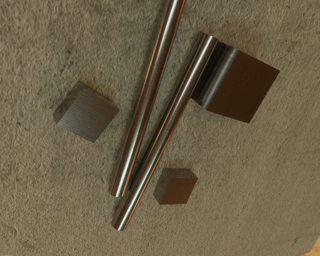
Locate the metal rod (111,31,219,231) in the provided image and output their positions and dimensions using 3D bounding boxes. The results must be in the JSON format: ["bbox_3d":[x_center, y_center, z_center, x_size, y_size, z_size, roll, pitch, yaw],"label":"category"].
[{"bbox_3d":[-0.001,0.017,0.418,0.025,0.025,0.298,13,112,-34],"label":"metal rod"}]

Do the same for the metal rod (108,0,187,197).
[{"bbox_3d":[-0.016,-0.043,0.372,0.025,0.025,0.298,4,116,-31],"label":"metal rod"}]

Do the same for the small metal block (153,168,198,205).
[{"bbox_3d":[0.024,0.090,0.477,0.050,0.025,0.050,7,115,-32],"label":"small metal block"}]

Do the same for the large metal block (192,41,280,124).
[{"bbox_3d":[0.096,-0.060,0.408,0.081,0.050,0.080,14,111,-34],"label":"large metal block"}]

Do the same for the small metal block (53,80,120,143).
[{"bbox_3d":[-0.083,-0.018,0.351,0.050,0.025,0.050,33,100,-39],"label":"small metal block"}]
